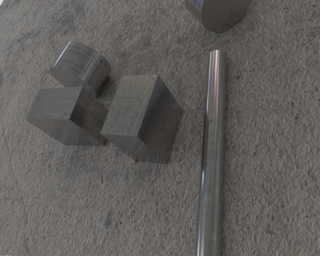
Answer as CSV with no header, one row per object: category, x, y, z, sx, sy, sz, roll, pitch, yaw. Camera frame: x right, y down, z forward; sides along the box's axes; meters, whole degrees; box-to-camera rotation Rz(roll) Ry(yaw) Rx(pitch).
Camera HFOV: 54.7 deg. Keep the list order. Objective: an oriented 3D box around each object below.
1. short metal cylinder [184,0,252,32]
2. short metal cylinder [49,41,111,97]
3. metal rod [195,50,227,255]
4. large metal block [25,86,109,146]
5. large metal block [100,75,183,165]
short metal cylinder,0.082,-0.184,0.439,0.080,0.080,0.050,-35,51,5
short metal cylinder,-0.125,-0.090,0.489,0.080,0.080,0.050,14,69,34
metal rod,0.060,0.033,0.352,0.025,0.025,0.300,-6,59,25
large metal block,-0.125,-0.014,0.443,0.080,0.080,0.050,0,62,28
large metal block,-0.018,-0.009,0.384,0.050,0.080,0.080,3,63,30
